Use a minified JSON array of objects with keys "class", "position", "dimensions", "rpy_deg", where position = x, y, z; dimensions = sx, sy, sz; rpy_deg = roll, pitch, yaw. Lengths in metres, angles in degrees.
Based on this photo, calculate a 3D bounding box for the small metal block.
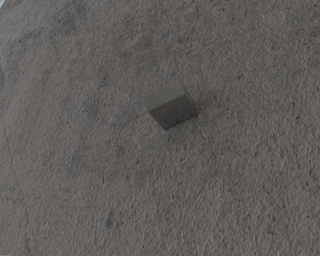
[{"class":"small metal block","position":[0.015,-0.028,0.398],"dimensions":[0.050,0.050,0.025],"rpy_deg":[-24,53,14]}]
